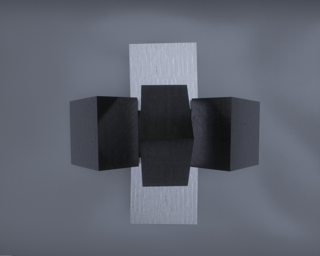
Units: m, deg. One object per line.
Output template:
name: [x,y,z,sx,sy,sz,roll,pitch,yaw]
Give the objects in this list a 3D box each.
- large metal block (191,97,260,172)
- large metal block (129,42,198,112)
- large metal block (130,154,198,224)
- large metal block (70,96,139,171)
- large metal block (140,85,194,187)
large metal block: [0.081,0.006,0.376,0.050,0.081,0.080,2,91,39]
large metal block: [0.004,-0.062,0.395,0.081,0.050,0.080,-1,90,0]
large metal block: [0.005,0.076,0.398,0.081,0.050,0.080,1,90,0]
large metal block: [-0.069,0.005,0.374,0.050,0.080,0.080,-2,91,-36]
large metal block: [0.005,0.009,0.343,0.050,0.080,0.080,-1,46,-1]
